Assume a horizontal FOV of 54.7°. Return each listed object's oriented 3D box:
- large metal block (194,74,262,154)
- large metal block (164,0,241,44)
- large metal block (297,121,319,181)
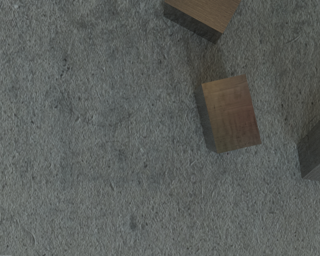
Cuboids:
[{"bbox_3d":[0.079,-0.016,0.383,0.050,0.080,0.080,-13,90,0],"label":"large metal block"},{"bbox_3d":[0.060,-0.168,0.398,0.080,0.050,0.080,29,90,0],"label":"large metal block"},{"bbox_3d":[0.227,0.028,0.377,0.080,0.080,0.050,7,57,0],"label":"large metal block"}]
